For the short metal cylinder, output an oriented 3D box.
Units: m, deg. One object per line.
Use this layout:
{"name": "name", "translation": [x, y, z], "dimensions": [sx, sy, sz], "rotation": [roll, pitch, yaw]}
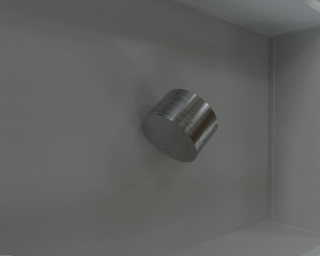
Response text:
{"name": "short metal cylinder", "translation": [0.025, -0.002, 0.390], "dimensions": [0.050, 0.080, 0.080], "rotation": [-49, 120, -29]}
